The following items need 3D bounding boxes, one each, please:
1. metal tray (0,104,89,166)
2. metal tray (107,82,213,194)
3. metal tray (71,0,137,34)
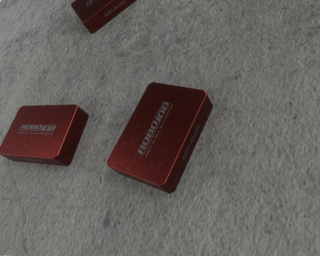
[{"bbox_3d":[-0.184,0.009,0.489,0.130,0.030,0.090,1,62,28],"label":"metal tray"},{"bbox_3d":[0.001,0.007,0.395,0.090,0.030,0.130,15,69,33],"label":"metal tray"},{"bbox_3d":[-0.105,-0.254,0.609,0.130,0.030,0.090,-37,51,3],"label":"metal tray"}]
